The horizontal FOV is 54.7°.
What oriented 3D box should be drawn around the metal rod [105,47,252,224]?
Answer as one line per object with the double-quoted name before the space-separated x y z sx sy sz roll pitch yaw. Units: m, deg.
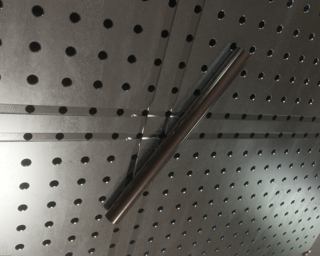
"metal rod" 0.021 0.016 0.434 0.025 0.025 0.299 31 101 -38
